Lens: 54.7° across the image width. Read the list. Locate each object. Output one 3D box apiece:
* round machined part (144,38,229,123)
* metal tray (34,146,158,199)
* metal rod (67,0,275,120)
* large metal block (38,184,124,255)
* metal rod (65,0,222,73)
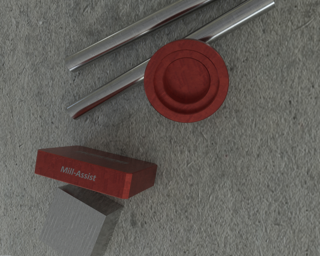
[{"bbox_3d":[0.033,-0.059,0.376,0.099,0.042,0.097,3,111,8],"label":"round machined part"},{"bbox_3d":[-0.080,0.052,0.401,0.130,0.090,0.030,11,94,19],"label":"metal tray"},{"bbox_3d":[0.002,-0.087,0.407,0.300,0.025,0.025,-27,81,17],"label":"metal rod"},{"bbox_3d":[-0.109,0.132,0.433,0.080,0.050,0.080,25,98,18],"label":"large metal block"},{"bbox_3d":[0.003,-0.144,0.407,0.300,0.025,0.025,-21,83,18],"label":"metal rod"}]
